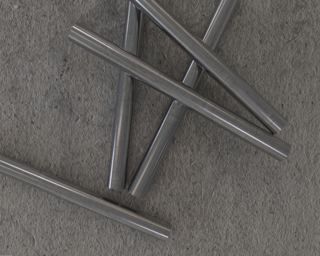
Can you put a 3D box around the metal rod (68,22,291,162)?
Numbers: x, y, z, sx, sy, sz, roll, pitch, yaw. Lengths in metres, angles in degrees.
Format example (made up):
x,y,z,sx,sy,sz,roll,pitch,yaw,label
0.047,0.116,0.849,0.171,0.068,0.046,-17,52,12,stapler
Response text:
x,y,z,sx,sy,sz,roll,pitch,yaw,label
0.025,-0.044,0.383,0.301,0.025,0.025,30,90,-1,metal rod

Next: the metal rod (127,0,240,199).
x,y,z,sx,sy,sz,roll,pitch,yaw,label
0.033,-0.047,0.409,0.025,0.025,0.299,26,90,0,metal rod

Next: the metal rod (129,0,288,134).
x,y,z,sx,sy,sz,roll,pitch,yaw,label
0.039,-0.104,0.383,0.300,0.025,0.025,43,90,0,metal rod

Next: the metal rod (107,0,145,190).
x,y,z,sx,sy,sz,roll,pitch,yaw,label
-0.041,-0.070,0.409,0.025,0.025,0.298,6,90,0,metal rod

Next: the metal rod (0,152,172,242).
x,y,z,sx,sy,sz,roll,pitch,yaw,label
-0.128,0.080,0.408,0.301,0.025,0.025,23,90,0,metal rod
